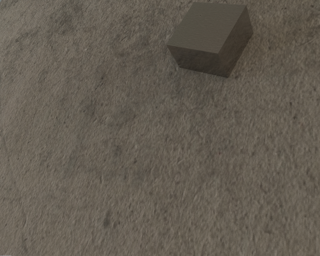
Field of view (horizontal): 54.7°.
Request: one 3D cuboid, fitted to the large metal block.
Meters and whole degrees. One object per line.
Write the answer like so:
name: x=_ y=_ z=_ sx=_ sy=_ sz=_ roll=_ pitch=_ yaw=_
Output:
large metal block: x=0.070 y=-0.123 z=0.426 sx=0.080 sy=0.050 sz=0.080 roll=20 pitch=72 yaw=35
